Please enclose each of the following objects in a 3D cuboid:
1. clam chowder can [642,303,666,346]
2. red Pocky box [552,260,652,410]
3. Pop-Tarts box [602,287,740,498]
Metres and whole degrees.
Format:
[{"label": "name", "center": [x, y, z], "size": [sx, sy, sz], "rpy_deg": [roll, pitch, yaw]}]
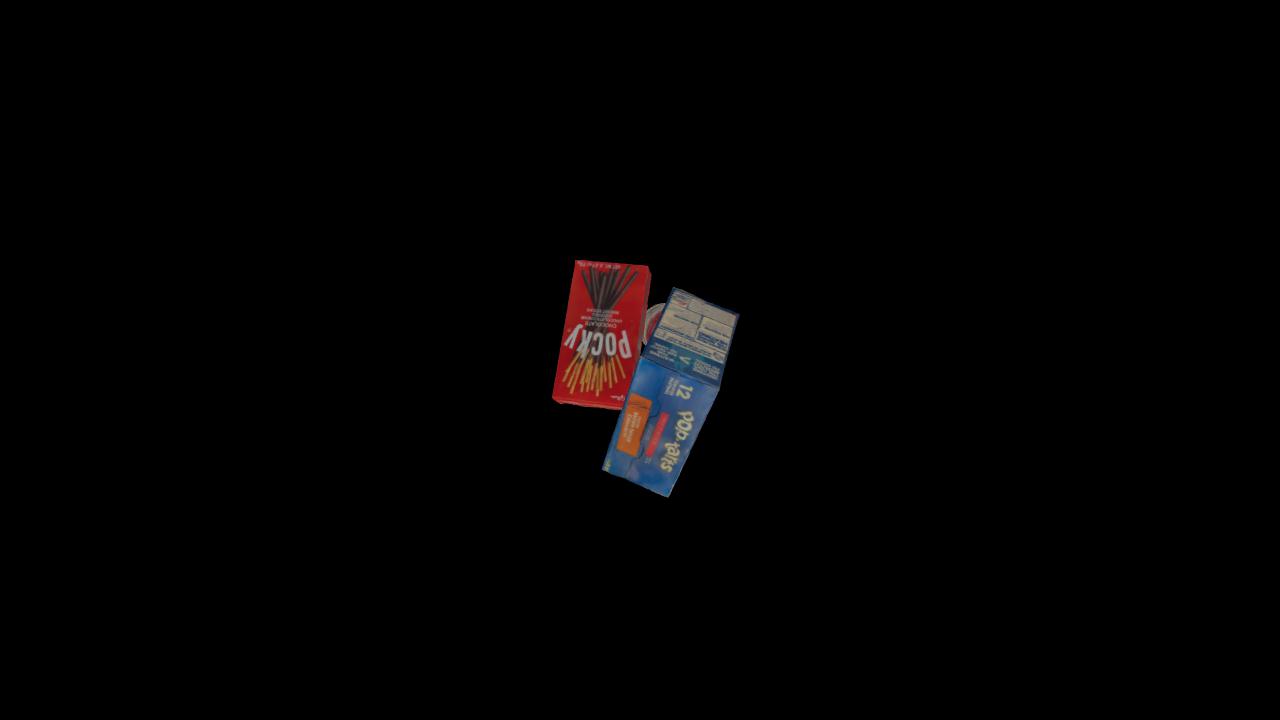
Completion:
[{"label": "clam chowder can", "center": [0.039, -0.032, 0.751], "size": [0.068, 0.068, 0.102], "rpy_deg": [0, 11, -11]}, {"label": "red Pocky box", "center": [-0.038, -0.028, 0.645], "size": [0.083, 0.155, 0.028], "rpy_deg": [6, -12, 9]}, {"label": "Pop-Tarts box", "center": [0.033, 0.034, 0.664], "size": [0.083, 0.167, 0.141], "rpy_deg": [21, 38, 3]}]
